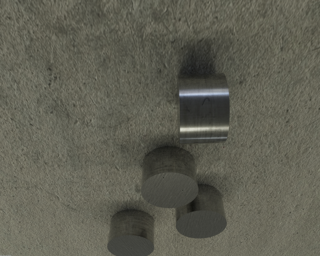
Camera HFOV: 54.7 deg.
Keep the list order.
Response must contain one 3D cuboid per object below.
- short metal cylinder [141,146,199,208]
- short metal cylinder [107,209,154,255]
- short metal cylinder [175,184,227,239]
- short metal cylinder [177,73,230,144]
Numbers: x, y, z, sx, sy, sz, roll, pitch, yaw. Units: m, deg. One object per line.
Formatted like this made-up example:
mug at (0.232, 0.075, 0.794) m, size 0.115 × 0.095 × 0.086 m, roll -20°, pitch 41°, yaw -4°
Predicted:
short metal cylinder at (0.014, 0.073, 0.453) m, size 0.081 × 0.050 × 0.079 m, roll 0°, pitch 130°, yaw 0°
short metal cylinder at (-0.050, 0.190, 0.552) m, size 0.081 × 0.050 × 0.079 m, roll 0°, pitch 130°, yaw 0°
short metal cylinder at (0.065, 0.137, 0.508) m, size 0.081 × 0.050 × 0.079 m, roll 0°, pitch 130°, yaw 0°
short metal cylinder at (0.046, -0.022, 0.353) m, size 0.050 × 0.080 × 0.079 m, roll -1°, pitch 130°, yaw 1°
